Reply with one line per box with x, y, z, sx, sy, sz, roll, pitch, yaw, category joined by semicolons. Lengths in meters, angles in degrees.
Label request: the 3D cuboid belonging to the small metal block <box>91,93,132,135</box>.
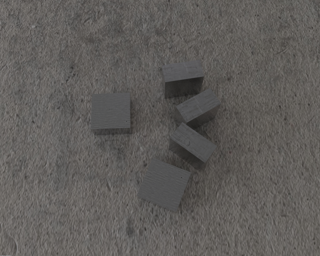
-0.064;-0.019;0.414;0.050;0.025;0.050;-2;70;-1;small metal block

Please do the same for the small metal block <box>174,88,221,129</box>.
0.047;-0.020;0.402;0.050;0.050;0.025;-29;73;-10;small metal block

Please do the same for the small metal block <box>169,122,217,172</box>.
0.039;0.025;0.386;0.050;0.050;0.025;35;74;12;small metal block

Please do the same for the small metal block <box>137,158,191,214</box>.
0.005;0.071;0.382;0.050;0.025;0.050;21;71;7;small metal block

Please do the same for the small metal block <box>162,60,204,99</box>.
0.029;-0.065;0.419;0.050;0.050;0.025;-9;71;-3;small metal block
